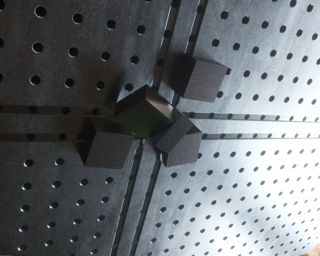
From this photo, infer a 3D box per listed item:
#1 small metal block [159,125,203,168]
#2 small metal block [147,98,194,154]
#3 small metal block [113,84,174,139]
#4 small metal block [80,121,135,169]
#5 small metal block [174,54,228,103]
[{"bbox_3d":[0.029,0.025,0.442,0.050,0.025,0.050,-7,122,-25],"label":"small metal block"},{"bbox_3d":[0.008,-0.004,0.396,0.050,0.050,0.025,-49,129,6],"label":"small metal block"},{"bbox_3d":[-0.019,-0.018,0.372,0.050,0.025,0.050,-27,131,30],"label":"small metal block"},{"bbox_3d":[-0.066,0.023,0.388,0.050,0.025,0.050,10,114,-33],"label":"small metal block"},{"bbox_3d":[0.052,-0.063,0.400,0.050,0.025,0.050,5,116,-31],"label":"small metal block"}]
